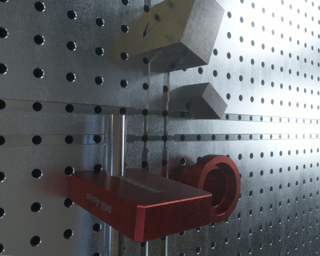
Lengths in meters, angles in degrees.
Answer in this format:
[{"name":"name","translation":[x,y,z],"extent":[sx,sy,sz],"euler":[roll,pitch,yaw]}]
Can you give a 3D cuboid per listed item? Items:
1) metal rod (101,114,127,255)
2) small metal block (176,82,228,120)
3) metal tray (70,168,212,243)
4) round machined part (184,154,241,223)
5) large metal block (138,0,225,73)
[{"name":"metal rod","translation":[-0.053,0.135,0.346],"extent":[0.025,0.025,0.298],"euler":[4,85,-40]},{"name":"small metal block","translation":[0.060,-0.037,0.446],"extent":[0.050,0.050,0.025],"euler":[44,63,-32]},{"name":"metal tray","translation":[-0.024,0.071,0.320],"extent":[0.091,0.130,0.030],"euler":[2,95,-41]},{"name":"round machined part","translation":[0.074,0.088,0.463],"extent":[0.099,0.042,0.097],"euler":[0,90,-40]},{"name":"large metal block","translation":[0.027,-0.123,0.397],"extent":[0.050,0.080,0.080],"euler":[29,72,-37]}]
